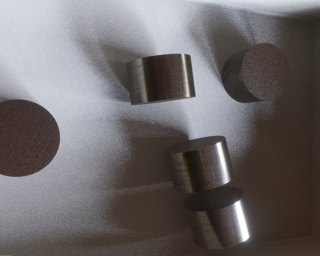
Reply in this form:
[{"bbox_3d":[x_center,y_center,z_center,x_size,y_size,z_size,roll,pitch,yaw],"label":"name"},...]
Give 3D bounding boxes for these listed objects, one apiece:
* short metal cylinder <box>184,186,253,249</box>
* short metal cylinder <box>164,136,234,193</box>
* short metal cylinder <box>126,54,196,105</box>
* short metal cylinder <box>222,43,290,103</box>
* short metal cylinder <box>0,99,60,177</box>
[{"bbox_3d":[0.077,0.116,0.411,0.081,0.080,0.050,-17,96,-20],"label":"short metal cylinder"},{"bbox_3d":[0.050,0.045,0.401,0.081,0.080,0.050,-16,96,-20],"label":"short metal cylinder"},{"bbox_3d":[0.001,-0.058,0.383,0.081,0.080,0.050,-9,93,-20],"label":"short metal cylinder"},{"bbox_3d":[0.138,-0.078,0.450,0.081,0.050,0.079,0,90,-21],"label":"short metal cylinder"},{"bbox_3d":[-0.153,0.010,0.341,0.081,0.050,0.079,0,90,-20],"label":"short metal cylinder"}]
